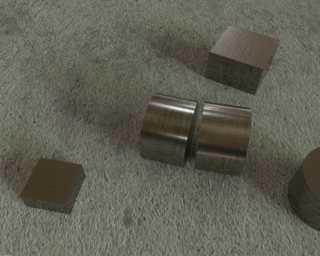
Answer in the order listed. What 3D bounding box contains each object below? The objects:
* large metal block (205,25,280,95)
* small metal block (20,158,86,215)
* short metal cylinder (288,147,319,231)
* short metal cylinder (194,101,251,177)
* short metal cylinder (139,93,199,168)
[{"bbox_3d":[0.126,-0.106,0.477,0.080,0.050,0.080,24,54,18],"label":"large metal block"},{"bbox_3d":[-0.118,0.064,0.348,0.050,0.025,0.050,9,51,7],"label":"small metal block"},{"bbox_3d":[0.186,0.066,0.333,0.081,0.050,0.080,0,50,0],"label":"short metal cylinder"},{"bbox_3d":[0.071,0.012,0.358,0.050,0.080,0.080,9,51,7],"label":"short metal cylinder"},{"bbox_3d":[0.012,0.002,0.366,0.050,0.080,0.080,12,51,10],"label":"short metal cylinder"}]
